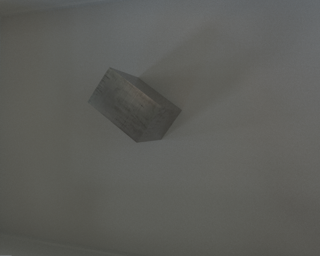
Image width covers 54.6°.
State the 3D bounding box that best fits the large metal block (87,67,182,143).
[{"bbox_3d":[-0.029,-0.027,0.392,0.080,0.080,0.050,38,102,16],"label":"large metal block"}]
